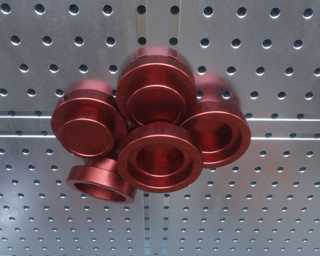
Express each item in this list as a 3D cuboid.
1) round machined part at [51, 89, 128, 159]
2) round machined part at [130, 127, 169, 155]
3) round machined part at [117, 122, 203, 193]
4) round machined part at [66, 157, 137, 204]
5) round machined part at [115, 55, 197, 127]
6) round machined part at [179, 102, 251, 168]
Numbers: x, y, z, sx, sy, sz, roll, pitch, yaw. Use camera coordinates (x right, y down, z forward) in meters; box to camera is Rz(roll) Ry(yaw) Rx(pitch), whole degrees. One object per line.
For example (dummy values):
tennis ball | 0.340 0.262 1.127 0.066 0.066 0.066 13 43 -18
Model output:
round machined part | -0.091 0.002 0.401 0.099 0.042 0.097 0 130 0
round machined part | -0.004 0.041 0.435 0.099 0.042 0.097 0 130 0
round machined part | 0.000 0.031 0.370 0.099 0.042 0.097 0 130 0
round machined part | -0.079 0.073 0.444 0.098 0.042 0.098 12 154 6
round machined part | -0.004 -0.034 0.372 0.099 0.042 0.097 0 130 0
round machined part | 0.064 0.005 0.404 0.099 0.042 0.097 0 130 0
